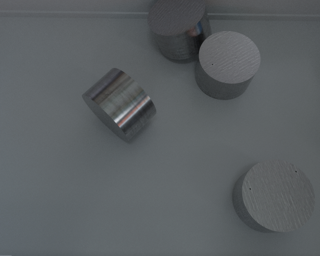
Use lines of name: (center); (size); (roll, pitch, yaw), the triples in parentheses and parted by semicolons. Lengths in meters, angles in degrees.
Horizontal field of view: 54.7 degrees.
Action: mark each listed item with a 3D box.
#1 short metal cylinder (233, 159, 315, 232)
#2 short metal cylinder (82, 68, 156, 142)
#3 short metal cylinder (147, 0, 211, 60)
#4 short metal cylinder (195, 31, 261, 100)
short metal cylinder: (0.132, 0.082, 0.367); (0.081, 0.050, 0.080); (0, 70, 0)
short metal cylinder: (-0.051, -0.029, 0.390); (0.080, 0.080, 0.050); (41, 75, 13)
short metal cylinder: (0.029, -0.144, 0.437); (0.080, 0.050, 0.080); (-8, 61, 16)
short metal cylinder: (0.091, -0.085, 0.428); (0.081, 0.050, 0.080); (0, 70, 0)
